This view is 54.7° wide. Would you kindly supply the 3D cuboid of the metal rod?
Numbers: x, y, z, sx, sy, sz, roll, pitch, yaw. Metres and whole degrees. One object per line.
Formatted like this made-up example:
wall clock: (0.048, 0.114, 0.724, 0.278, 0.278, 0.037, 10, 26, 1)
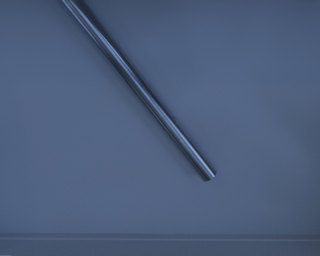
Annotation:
metal rod: (-0.021, -0.045, 0.394, 0.025, 0.025, 0.300, -35, 107, 12)
